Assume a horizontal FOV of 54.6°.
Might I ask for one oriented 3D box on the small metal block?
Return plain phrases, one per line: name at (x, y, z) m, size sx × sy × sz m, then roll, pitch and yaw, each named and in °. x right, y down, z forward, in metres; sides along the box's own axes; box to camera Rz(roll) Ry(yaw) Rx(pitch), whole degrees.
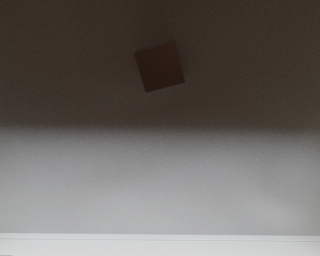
small metal block at (0.000, -0.076, 0.383) m, size 0.050 × 0.025 × 0.050 m, roll -14°, pitch 110°, yaw 5°
